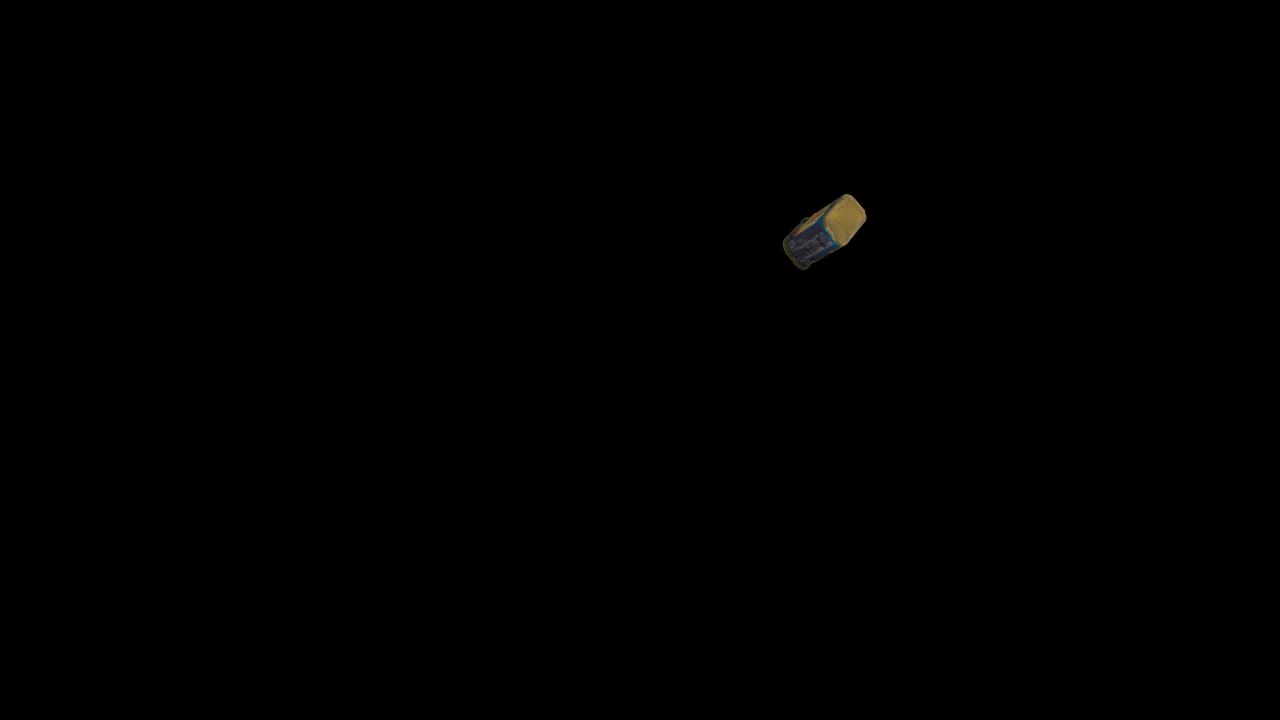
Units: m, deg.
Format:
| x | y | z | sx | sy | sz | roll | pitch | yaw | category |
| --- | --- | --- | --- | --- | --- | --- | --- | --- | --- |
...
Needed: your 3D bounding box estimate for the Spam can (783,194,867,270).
| x | y | z | sx | sy | sz | roll | pitch | yaw | category |
| --- | --- | --- | --- | --- | --- | --- | --- | --- | --- |
| 0.275 | -0.192 | 0.914 | 0.101 | 0.058 | 0.085 | -46 | 9 | -34 | Spam can |
